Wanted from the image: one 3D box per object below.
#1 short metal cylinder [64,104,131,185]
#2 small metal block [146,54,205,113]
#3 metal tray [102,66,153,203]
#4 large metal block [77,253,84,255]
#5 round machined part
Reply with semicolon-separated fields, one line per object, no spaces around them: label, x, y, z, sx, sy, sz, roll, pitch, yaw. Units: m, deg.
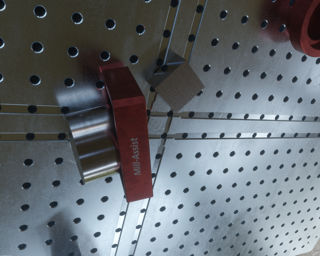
short metal cylinder;-0.071;0.017;0.348;0.050;0.080;0.079;-16;125;-20
small metal block;0.020;-0.055;0.388;0.050;0.025;0.050;-43;130;1
metal tray;-0.037;0.007;0.350;0.030;0.090;0.129;-11;123;-12
large metal block;-0.111;0.253;0.472;0.050;0.080;0.080;-35;129;-5
round machined part;0.215;-0.151;0.424;0.099;0.042;0.097;-14;124;-21
